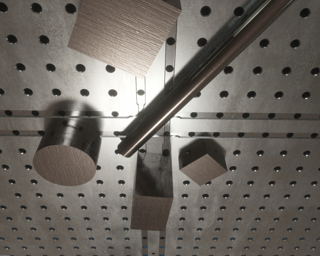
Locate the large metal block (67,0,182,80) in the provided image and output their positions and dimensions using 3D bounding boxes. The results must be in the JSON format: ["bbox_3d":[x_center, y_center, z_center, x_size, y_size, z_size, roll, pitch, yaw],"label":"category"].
[{"bbox_3d":[-0.035,-0.107,0.304,0.080,0.050,0.080,21,127,-18],"label":"large metal block"}]

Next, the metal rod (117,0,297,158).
[{"bbox_3d":[0.044,-0.057,0.363,0.025,0.025,0.299,32,123,-24],"label":"metal rod"}]

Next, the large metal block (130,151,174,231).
[{"bbox_3d":[-0.013,0.093,0.455,0.050,0.080,0.079,6,130,-5],"label":"large metal block"}]

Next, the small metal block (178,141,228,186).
[{"bbox_3d":[0.063,0.054,0.459,0.050,0.025,0.050,-35,123,25],"label":"small metal block"}]

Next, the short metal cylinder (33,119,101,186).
[{"bbox_3d":[-0.124,0.035,0.423,0.081,0.050,0.079,0,131,0],"label":"short metal cylinder"}]
